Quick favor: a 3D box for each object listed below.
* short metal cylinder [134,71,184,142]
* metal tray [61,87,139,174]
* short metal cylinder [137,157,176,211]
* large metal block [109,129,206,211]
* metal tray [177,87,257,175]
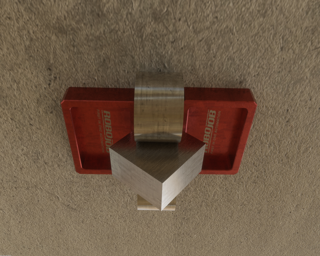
[{"bbox_3d":[-0.002,-0.024,0.352,0.050,0.080,0.079,2,130,-2],"label":"short metal cylinder"},{"bbox_3d":[-0.073,0.008,0.412,0.091,0.030,0.129,1,130,-1],"label":"metal tray"},{"bbox_3d":[-0.005,0.075,0.436,0.050,0.080,0.079,2,130,-2],"label":"short metal cylinder"},{"bbox_3d":[-0.003,0.039,0.379,0.080,0.080,0.050,30,138,28],"label":"large metal block"},{"bbox_3d":[0.068,0.008,0.414,0.091,0.030,0.129,1,130,-1],"label":"metal tray"}]
